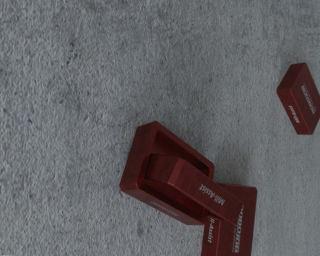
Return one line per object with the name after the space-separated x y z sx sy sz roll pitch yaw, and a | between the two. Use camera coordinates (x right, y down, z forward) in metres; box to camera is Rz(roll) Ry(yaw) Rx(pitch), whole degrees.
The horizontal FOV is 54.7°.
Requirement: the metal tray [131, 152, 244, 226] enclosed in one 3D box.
0.031 0.075 0.387 0.130 0.090 0.030 38 69 -34 | metal tray

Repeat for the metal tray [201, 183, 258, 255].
0.112 0.156 0.495 0.091 0.030 0.129 13 82 -39 | metal tray

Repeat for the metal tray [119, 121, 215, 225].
0.016 0.061 0.399 0.130 0.030 0.090 37 53 -33 | metal tray

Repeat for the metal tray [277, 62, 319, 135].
0.298 -0.059 0.650 0.130 0.030 0.090 52 60 -27 | metal tray
